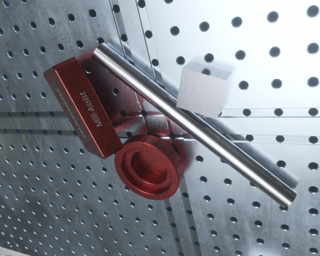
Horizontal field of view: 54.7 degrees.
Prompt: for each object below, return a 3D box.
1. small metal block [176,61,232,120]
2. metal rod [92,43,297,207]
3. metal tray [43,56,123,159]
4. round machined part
[{"bbox_3d":[0.050,-0.044,0.358,0.050,0.025,0.050,19,126,17],"label":"small metal block"},{"bbox_3d":[0.041,-0.005,0.386,0.300,0.025,0.025,38,129,2],"label":"metal rod"},{"bbox_3d":[-0.105,-0.025,0.418,0.090,0.030,0.129,8,127,62],"label":"metal tray"},{"bbox_3d":[-0.011,0.050,0.437,0.098,0.042,0.097,13,124,20],"label":"round machined part"}]
